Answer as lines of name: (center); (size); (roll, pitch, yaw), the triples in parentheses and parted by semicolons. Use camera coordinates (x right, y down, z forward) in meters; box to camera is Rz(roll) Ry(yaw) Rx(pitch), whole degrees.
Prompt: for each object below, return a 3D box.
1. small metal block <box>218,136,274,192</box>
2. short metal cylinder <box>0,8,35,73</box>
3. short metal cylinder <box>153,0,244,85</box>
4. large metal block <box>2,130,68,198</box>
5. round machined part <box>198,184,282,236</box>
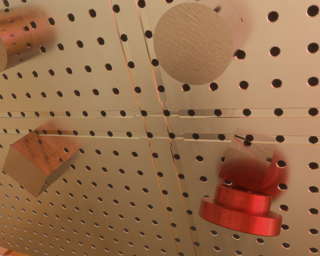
small metal block: (0.106, 0.045, 0.383); (0.050, 0.025, 0.050); (21, 126, 15)
short metal cylinder: (-0.228, -0.124, 0.439); (0.080, 0.050, 0.079); (13, 124, 21)
short metal cylinder: (0.040, -0.090, 0.318); (0.080, 0.050, 0.079); (13, 124, 21)
large metal block: (-0.225, 0.066, 0.554); (0.080, 0.050, 0.080); (40, 129, 1)
round machined part: (0.100, 0.097, 0.384); (0.098, 0.098, 0.042); (10, 85, 23)
